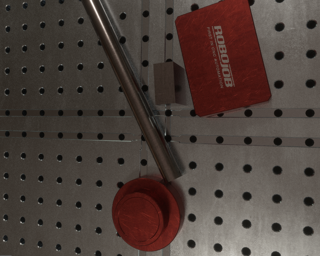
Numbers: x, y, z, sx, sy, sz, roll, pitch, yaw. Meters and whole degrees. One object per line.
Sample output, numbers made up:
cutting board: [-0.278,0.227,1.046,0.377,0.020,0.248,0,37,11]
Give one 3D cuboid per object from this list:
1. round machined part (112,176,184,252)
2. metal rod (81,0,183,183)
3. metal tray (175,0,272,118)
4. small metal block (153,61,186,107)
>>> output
round machined part: [-0.021,0.115,0.410,0.098,0.042,0.097,0,90,19]
metal rod: [-0.045,-0.066,0.427,0.025,0.025,0.299,-28,81,17]
metal tray: [0.077,-0.085,0.382,0.090,0.030,0.129,-13,86,19]
small metal block: [0.014,-0.054,0.394,0.025,0.050,0.050,-3,89,20]
